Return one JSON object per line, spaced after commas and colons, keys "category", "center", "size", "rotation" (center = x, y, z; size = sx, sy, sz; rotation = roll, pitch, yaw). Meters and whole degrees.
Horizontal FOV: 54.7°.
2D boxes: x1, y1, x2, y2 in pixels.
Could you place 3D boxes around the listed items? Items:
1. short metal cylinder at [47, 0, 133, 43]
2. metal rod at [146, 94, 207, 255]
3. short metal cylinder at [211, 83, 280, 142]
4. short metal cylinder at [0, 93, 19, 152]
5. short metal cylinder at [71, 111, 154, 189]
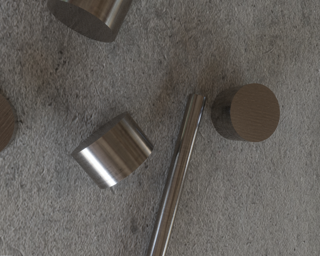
{"category": "short metal cylinder", "center": [-0.078, -0.141, 0.351], "size": [0.080, 0.080, 0.050], "rotation": [25, 82, -19]}
{"category": "metal rod", "center": [0.013, 0.100, 0.414], "size": [0.025, 0.025, 0.299], "rotation": [17, 84, -19]}
{"category": "short metal cylinder", "center": [0.121, -0.021, 0.441], "size": [0.081, 0.050, 0.080], "rotation": [0, 90, -20]}
{"category": "short metal cylinder", "center": [-0.194, -0.005, 0.324], "size": [0.081, 0.050, 0.080], "rotation": [0, 90, -20]}
{"category": "short metal cylinder", "center": [-0.055, 0.025, 0.360], "size": [0.080, 0.080, 0.050], "rotation": [-40, 103, -16]}
